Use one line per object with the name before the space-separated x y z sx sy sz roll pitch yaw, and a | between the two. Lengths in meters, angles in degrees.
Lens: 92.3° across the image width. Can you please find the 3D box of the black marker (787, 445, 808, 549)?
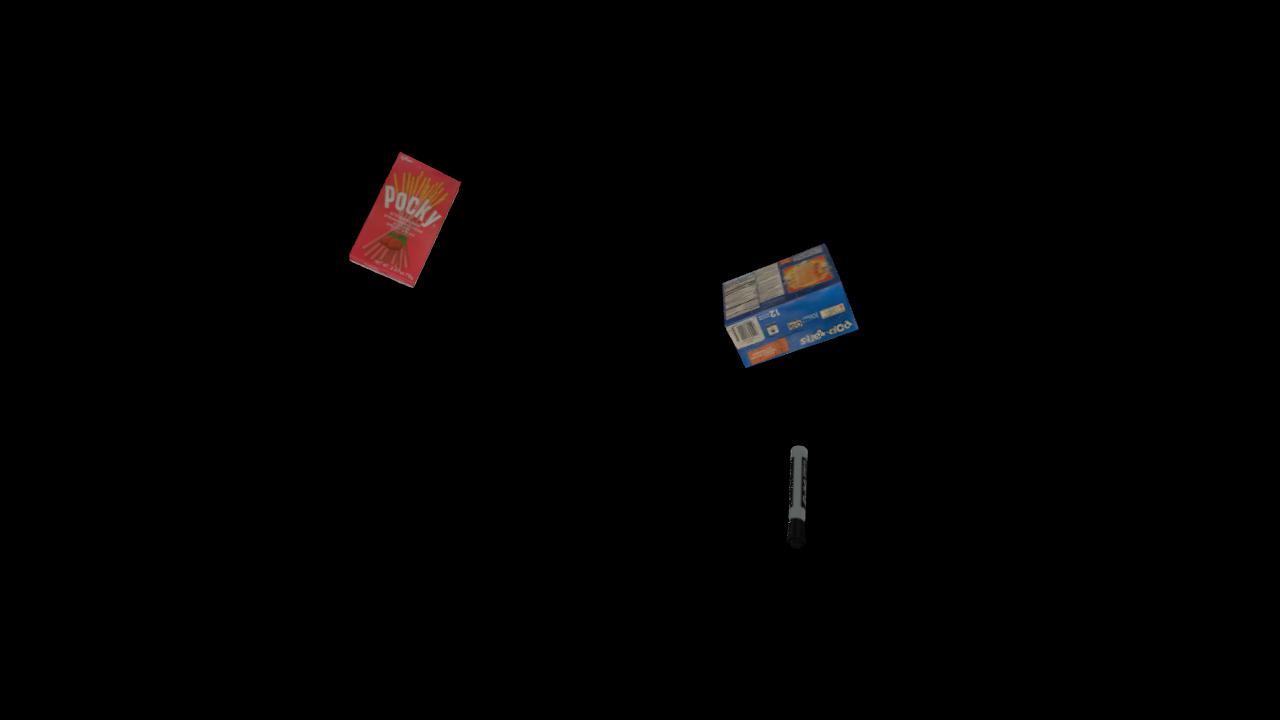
black marker | 0.168 0.144 0.654 0.020 0.020 0.121 0 44 17

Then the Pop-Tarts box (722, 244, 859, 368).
Pop-Tarts box | 0.214 -0.081 0.903 0.167 0.083 0.141 -20 28 17

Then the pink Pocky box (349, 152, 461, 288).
pink Pocky box | -0.299 -0.179 0.787 0.084 0.155 0.029 24 -15 -19
